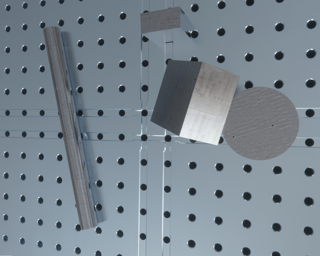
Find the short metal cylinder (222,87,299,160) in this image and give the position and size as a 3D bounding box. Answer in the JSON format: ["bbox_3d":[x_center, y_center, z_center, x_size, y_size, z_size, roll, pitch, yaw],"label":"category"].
[{"bbox_3d":[0.115,-0.005,0.359,0.080,0.050,0.079,0,90,19],"label":"short metal cylinder"}]

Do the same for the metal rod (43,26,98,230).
[{"bbox_3d":[-0.133,-0.003,0.457,0.025,0.025,0.298,-13,86,19],"label":"metal rod"}]

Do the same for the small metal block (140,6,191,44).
[{"bbox_3d":[0.008,-0.130,0.396,0.050,0.050,0.025,-3,89,19],"label":"small metal block"}]

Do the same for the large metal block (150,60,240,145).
[{"bbox_3d":[0.037,-0.033,0.363,0.080,0.050,0.080,28,103,63],"label":"large metal block"}]
